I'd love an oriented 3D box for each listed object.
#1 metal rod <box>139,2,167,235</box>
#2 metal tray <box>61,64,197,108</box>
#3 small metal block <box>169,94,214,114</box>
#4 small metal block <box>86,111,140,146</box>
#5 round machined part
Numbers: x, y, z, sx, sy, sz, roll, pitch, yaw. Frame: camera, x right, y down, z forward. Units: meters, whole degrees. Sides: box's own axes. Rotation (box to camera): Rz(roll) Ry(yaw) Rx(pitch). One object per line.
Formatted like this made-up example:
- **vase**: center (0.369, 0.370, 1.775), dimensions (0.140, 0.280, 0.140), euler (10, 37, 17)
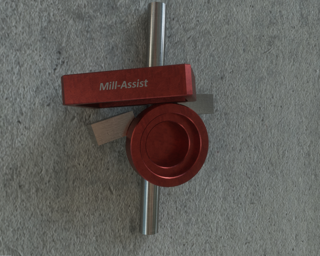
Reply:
- **metal rod**: center (-0.009, -0.013, 0.408), dimensions (0.025, 0.025, 0.298), euler (2, 89, -20)
- **metal tray**: center (-0.028, -0.042, 0.341), dimensions (0.131, 0.090, 0.030), euler (-4, 90, 9)
- **small metal block**: center (0.036, -0.030, 0.411), dimensions (0.050, 0.050, 0.025), euler (-2, 91, -20)
- **small metal block**: center (-0.059, 0.000, 0.376), dimensions (0.050, 0.050, 0.025), euler (-20, 97, -19)
- **round machined part**: center (0.006, 0.019, 0.375), dimensions (0.099, 0.042, 0.097), euler (-2, 94, -22)
